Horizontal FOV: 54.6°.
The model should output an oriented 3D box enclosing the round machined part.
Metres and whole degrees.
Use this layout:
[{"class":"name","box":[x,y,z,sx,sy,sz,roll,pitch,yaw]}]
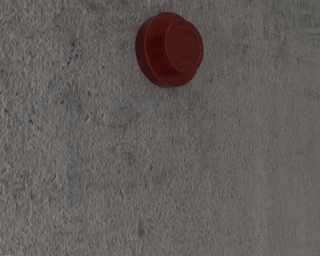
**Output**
[{"class":"round machined part","box":[0.020,-0.104,0.409,0.099,0.042,0.097,0,90,-40]}]
